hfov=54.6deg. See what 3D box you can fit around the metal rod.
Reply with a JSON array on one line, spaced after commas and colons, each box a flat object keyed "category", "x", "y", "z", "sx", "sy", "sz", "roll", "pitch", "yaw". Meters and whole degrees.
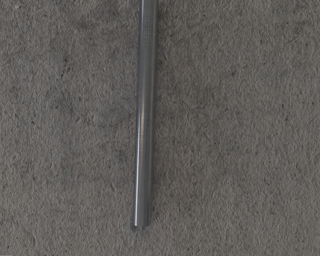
[{"category": "metal rod", "x": -0.019, "y": -0.023, "z": 0.409, "sx": 0.025, "sy": 0.025, "sz": 0.298, "roll": 2, "pitch": 90, "yaw": 0}]
